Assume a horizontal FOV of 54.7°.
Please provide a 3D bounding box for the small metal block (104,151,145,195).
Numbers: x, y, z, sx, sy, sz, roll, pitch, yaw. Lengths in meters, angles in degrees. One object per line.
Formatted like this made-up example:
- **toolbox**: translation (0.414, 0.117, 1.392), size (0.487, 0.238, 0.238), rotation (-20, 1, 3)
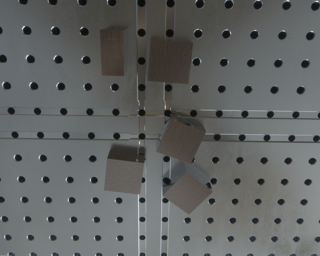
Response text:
- **small metal block**: translation (-0.050, 0.063, 0.436), size (0.050, 0.025, 0.050), rotation (8, 110, -3)

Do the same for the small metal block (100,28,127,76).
- **small metal block**: translation (-0.053, -0.091, 0.366), size (0.025, 0.050, 0.050), rotation (1, 110, -1)

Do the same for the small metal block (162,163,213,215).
- **small metal block**: translation (0.039, 0.088, 0.447), size (0.050, 0.025, 0.050), rotation (38, 105, -13)

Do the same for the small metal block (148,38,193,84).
- **small metal block**: translation (0.012, -0.083, 0.383), size (0.050, 0.025, 0.050), rotation (4, 110, -2)

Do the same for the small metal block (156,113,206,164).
- **small metal block**: translation (0.027, 0.014, 0.419), size (0.050, 0.025, 0.050), rotation (20, 109, -8)
